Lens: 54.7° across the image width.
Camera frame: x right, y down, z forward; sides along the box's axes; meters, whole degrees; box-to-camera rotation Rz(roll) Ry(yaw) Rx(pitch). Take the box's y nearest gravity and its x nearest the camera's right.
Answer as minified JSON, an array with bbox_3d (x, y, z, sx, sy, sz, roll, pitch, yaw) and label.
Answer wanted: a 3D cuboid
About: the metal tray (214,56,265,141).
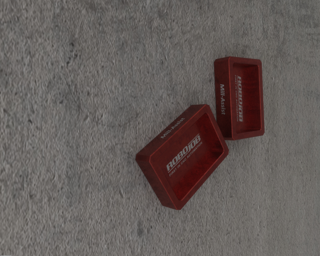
[{"bbox_3d":[0.133,-0.048,0.511,0.091,0.030,0.129,-6,94,-40],"label":"metal tray"}]

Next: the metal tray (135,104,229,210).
[{"bbox_3d":[0.037,0.037,0.431,0.131,0.030,0.090,-42,115,-32],"label":"metal tray"}]
